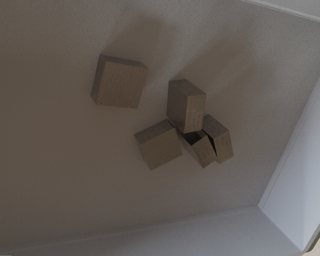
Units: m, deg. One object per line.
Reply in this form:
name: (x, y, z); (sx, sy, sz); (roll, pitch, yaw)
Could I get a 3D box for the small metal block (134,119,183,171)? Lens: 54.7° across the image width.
small metal block: (-0.002, 0.023, 0.422); (0.050, 0.025, 0.050); (-26, 128, -12)

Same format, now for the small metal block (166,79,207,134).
small metal block: (0.032, -0.029, 0.392); (0.025, 0.050, 0.050); (-11, 123, -23)

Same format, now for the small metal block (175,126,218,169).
small metal block: (0.050, 0.021, 0.432); (0.025, 0.050, 0.050); (-35, 129, -5)

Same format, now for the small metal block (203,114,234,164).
small metal block: (0.077, 0.015, 0.444); (0.025, 0.050, 0.050); (-28, 128, -11)

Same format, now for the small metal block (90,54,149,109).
small metal block: (-0.046, -0.052, 0.351); (0.050, 0.025, 0.050); (4, 116, -30)
